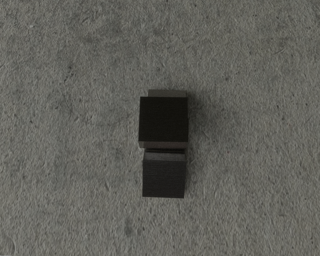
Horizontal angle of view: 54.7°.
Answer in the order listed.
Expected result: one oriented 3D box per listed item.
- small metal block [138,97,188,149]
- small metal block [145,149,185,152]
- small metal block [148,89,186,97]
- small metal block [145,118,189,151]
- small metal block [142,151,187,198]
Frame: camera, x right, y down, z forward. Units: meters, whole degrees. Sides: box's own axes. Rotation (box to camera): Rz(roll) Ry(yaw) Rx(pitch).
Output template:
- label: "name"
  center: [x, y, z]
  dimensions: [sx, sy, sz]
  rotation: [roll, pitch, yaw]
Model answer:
- label: "small metal block"
  center: [0.004, -0.005, 0.332]
  dimensions: [0.050, 0.025, 0.050]
  rotation: [1, 70, 0]
- label: "small metal block"
  center: [0.006, 0.020, 0.403]
  dimensions: [0.050, 0.025, 0.050]
  rotation: [2, 70, 0]
- label: "small metal block"
  center: [0.009, -0.027, 0.407]
  dimensions: [0.050, 0.025, 0.050]
  rotation: [2, 34, 1]
- label: "small metal block"
  center: [0.006, 0.008, 0.366]
  dimensions: [0.050, 0.050, 0.025]
  rotation: [2, 70, 0]
- label: "small metal block"
  center: [0.005, 0.056, 0.375]
  dimensions: [0.050, 0.025, 0.050]
  rotation: [2, 111, 0]
